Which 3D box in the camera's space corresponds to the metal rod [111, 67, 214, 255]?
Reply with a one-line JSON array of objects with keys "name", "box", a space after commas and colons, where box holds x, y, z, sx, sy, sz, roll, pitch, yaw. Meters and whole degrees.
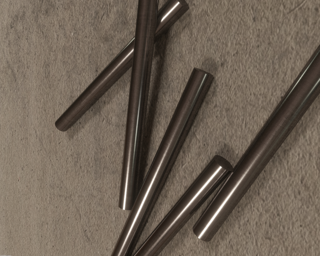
[{"name": "metal rod", "box": [-0.005, 0.064, 0.407, 0.025, 0.025, 0.298, 36, 112, 34]}]

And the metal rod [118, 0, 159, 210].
[{"name": "metal rod", "box": [-0.029, -0.033, 0.407, 0.025, 0.025, 0.298, 18, 107, 38]}]

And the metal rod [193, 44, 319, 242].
[{"name": "metal rod", "box": [0.116, 0.001, 0.308, 0.025, 0.025, 0.298, 42, 115, 31]}]

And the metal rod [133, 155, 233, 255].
[{"name": "metal rod", "box": [-0.005, 0.151, 0.407, 0.025, 0.025, 0.298, 49, 118, 28]}]

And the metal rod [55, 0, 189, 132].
[{"name": "metal rod", "box": [-0.073, -0.081, 0.462, 0.299, 0.025, 0.025, -37, 67, 33]}]
